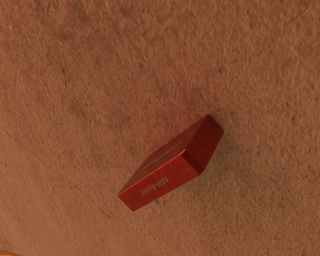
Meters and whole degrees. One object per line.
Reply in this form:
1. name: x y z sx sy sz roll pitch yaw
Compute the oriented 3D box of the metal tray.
1. metal tray: 0.012 0.045 0.384 0.030 0.090 0.129 48 129 -5
